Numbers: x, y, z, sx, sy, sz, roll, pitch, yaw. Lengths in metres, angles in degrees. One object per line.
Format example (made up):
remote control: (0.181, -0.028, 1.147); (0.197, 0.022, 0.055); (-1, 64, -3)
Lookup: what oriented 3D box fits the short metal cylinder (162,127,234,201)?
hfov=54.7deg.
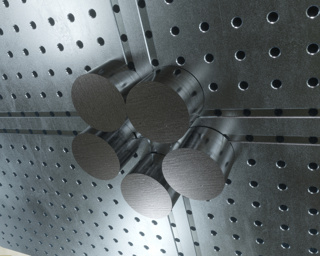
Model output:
short metal cylinder: (0.049, 0.045, 0.396); (0.080, 0.050, 0.079); (13, 125, 20)

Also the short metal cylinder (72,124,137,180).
short metal cylinder: (-0.081, 0.030, 0.456); (0.080, 0.050, 0.079); (13, 124, 20)

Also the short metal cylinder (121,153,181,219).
short metal cylinder: (-0.009, 0.084, 0.451); (0.080, 0.050, 0.079); (14, 124, 21)

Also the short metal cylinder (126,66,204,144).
short metal cylinder: (0.006, -0.028, 0.373); (0.080, 0.050, 0.079); (13, 124, 21)

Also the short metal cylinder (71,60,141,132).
short metal cylinder: (-0.067, -0.042, 0.404); (0.080, 0.050, 0.079); (13, 124, 20)
